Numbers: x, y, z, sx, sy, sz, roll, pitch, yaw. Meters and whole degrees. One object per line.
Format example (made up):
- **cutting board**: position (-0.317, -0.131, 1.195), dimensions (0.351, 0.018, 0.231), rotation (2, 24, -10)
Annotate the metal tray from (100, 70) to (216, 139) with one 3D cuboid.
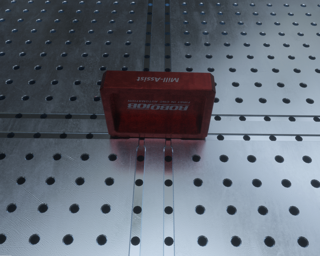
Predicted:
- **metal tray**: position (-0.002, -0.027, 0.387), dimensions (0.131, 0.089, 0.030), rotation (1, 50, 1)
